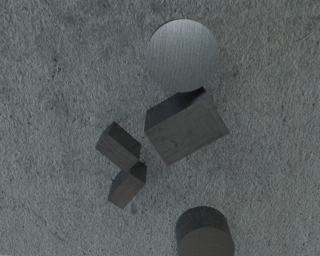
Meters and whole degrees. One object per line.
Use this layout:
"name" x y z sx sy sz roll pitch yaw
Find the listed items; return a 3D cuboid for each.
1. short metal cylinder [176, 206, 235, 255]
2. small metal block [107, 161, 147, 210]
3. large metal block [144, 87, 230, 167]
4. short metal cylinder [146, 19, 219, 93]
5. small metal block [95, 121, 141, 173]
"short metal cylinder" 0.065 0.164 0.458 0.081 0.050 0.079 0 110 -1
"small metal block" -0.044 0.074 0.423 0.025 0.050 0.050 36 106 -13
"large metal block" 0.030 -0.009 0.378 0.080 0.080 0.050 -30 108 10
"short metal cylinder" 0.025 -0.087 0.365 0.081 0.050 0.079 0 110 -1
"small metal block" -0.053 0.023 0.404 0.050 0.050 0.025 42 105 -14
